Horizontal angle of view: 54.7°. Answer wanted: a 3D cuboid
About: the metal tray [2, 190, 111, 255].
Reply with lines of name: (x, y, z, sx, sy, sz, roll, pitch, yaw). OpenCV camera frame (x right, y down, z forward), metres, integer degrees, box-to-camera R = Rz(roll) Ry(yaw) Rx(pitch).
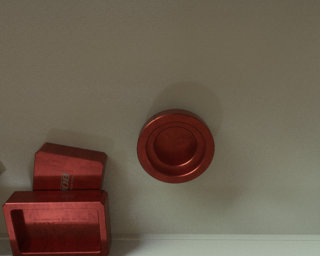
metal tray: (-0.136, 0.132, 0.422, 0.131, 0.030, 0.089, -1, 110, -1)

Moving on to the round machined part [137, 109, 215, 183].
round machined part: (0.020, 0.021, 0.410, 0.099, 0.042, 0.097, 0, 110, -1)

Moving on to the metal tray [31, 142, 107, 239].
metal tray: (-0.130, 0.091, 0.441, 0.091, 0.030, 0.129, 10, 110, -5)
